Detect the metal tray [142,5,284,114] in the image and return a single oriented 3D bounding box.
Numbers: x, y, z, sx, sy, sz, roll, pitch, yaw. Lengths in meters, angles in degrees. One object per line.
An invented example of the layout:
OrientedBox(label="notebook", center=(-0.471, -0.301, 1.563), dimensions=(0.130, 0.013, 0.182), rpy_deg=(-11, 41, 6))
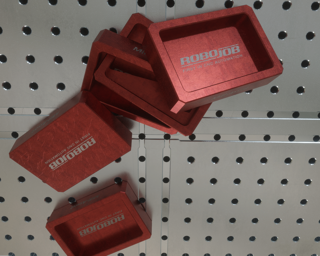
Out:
OrientedBox(label="metal tray", center=(0.057, -0.077, 0.334), dimensions=(0.131, 0.030, 0.090), rpy_deg=(-18, 78, -20))

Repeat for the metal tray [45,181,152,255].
OrientedBox(label="metal tray", center=(-0.089, 0.144, 0.462), dimensions=(0.130, 0.030, 0.090), rpy_deg=(-25, 109, 8))

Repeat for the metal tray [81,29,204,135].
OrientedBox(label="metal tray", center=(-0.023, -0.051, 0.372), dimensions=(0.131, 0.030, 0.089), rpy_deg=(21, 134, -8))

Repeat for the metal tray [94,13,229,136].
OrientedBox(label="metal tray", center=(0.002, -0.061, 0.365), dimensions=(0.130, 0.030, 0.090), rpy_deg=(32, 91, -3))

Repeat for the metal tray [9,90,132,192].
OrientedBox(label="metal tray", center=(-0.113, 0.022, 0.398), dimensions=(0.130, 0.030, 0.090), rpy_deg=(-32, 121, 18))
